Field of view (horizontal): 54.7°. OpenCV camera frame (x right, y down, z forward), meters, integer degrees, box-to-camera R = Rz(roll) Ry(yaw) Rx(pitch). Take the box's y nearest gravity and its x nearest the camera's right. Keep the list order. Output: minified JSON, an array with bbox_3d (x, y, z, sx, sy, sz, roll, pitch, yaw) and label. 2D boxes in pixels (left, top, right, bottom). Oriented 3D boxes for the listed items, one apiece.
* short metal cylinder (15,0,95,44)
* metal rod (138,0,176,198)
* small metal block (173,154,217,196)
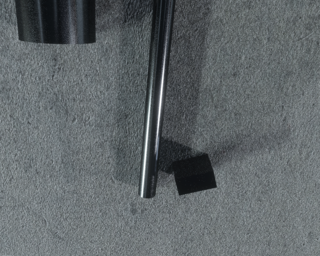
[{"bbox_3d":[-0.111,-0.120,0.334,0.081,0.080,0.050,3,110,-2],"label":"short metal cylinder"},{"bbox_3d":[-0.005,-0.045,0.393,0.025,0.025,0.298,5,110,-2],"label":"metal rod"},{"bbox_3d":[0.046,0.062,0.420,0.050,0.050,0.025,-13,110,4],"label":"small metal block"}]
